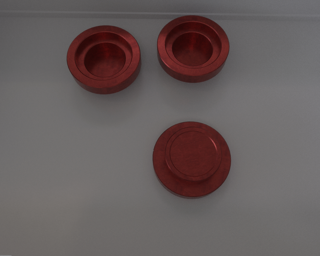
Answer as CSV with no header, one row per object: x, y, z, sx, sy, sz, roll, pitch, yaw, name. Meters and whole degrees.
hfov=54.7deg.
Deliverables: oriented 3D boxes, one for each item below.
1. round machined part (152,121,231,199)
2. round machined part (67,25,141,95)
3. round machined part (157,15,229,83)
0.040,0.037,0.387,0.099,0.042,0.098,0,70,0,round machined part
-0.075,-0.090,0.433,0.099,0.042,0.098,0,70,0,round machined part
0.045,-0.107,0.440,0.099,0.042,0.098,0,70,0,round machined part
